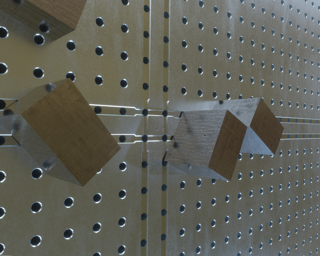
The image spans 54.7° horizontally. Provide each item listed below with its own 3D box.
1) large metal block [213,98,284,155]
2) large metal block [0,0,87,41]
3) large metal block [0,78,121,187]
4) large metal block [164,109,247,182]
[{"bbox_3d":[0.134,-0.001,0.489,0.080,0.080,0.050,41,65,-33],"label":"large metal block"},{"bbox_3d":[-0.114,-0.145,0.298,0.080,0.050,0.080,26,73,-37],"label":"large metal block"},{"bbox_3d":[-0.097,0.004,0.293,0.050,0.080,0.080,-47,119,-30],"label":"large metal block"},{"bbox_3d":[0.063,0.022,0.428,0.050,0.080,0.080,34,69,-35],"label":"large metal block"}]
